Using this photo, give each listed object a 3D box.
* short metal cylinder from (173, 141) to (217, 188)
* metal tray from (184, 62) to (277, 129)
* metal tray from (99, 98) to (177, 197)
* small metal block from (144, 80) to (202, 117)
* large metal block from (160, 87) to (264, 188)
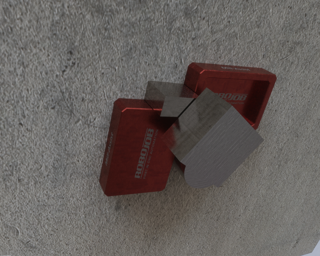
[{"bbox_3d":[0.059,0.040,0.449,0.081,0.050,0.079,-13,124,-20],"label":"short metal cylinder"},{"bbox_3d":[0.092,-0.040,0.431,0.131,0.030,0.089,-2,119,-28],"label":"metal tray"},{"bbox_3d":[-0.024,0.027,0.410,0.091,0.030,0.129,1,118,-29],"label":"metal tray"},{"bbox_3d":[0.015,-0.036,0.378,0.050,0.050,0.025,1,118,-29],"label":"small metal block"},{"bbox_3d":[0.063,0.013,0.368,0.080,0.050,0.080,-48,129,6],"label":"large metal block"}]
